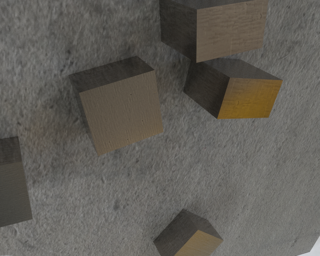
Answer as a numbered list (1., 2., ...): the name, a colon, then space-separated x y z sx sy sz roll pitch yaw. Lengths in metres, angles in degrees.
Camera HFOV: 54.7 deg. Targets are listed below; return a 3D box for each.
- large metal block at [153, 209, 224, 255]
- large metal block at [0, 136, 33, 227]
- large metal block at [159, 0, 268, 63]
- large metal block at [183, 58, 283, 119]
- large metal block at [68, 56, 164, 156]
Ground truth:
1. large metal block: 0.050 0.198 0.543 0.080 0.050 0.080 -49 129 6
2. large metal block: -0.186 0.062 0.328 0.081 0.050 0.079 -10 123 -24
3. large metal block: 0.054 -0.114 0.332 0.081 0.080 0.050 -17 125 -19
4. large metal block: 0.088 -0.052 0.389 0.081 0.080 0.050 -2 120 -28
5. large metal block: -0.047 -0.026 0.350 0.081 0.050 0.079 -20 127 -17
